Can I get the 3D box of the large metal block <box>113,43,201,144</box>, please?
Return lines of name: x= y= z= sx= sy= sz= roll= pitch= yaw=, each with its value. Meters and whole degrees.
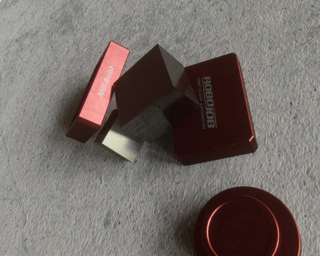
large metal block: x=-0.007 y=-0.041 z=0.380 sx=0.080 sy=0.050 sz=0.080 roll=-37 pitch=46 yaw=23

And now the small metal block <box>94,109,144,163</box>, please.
small metal block: x=-0.048 y=0.010 z=0.402 sx=0.025 sy=0.050 sz=0.050 roll=2 pitch=60 yaw=56

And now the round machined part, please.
round machined part: x=0.078 y=0.101 z=0.290 sx=0.098 sy=0.042 sz=0.098 roll=-13 pitch=56 yaw=20

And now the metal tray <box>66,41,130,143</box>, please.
metal tray: x=-0.090 y=-0.050 z=0.444 sx=0.090 sy=0.030 sz=0.130 roll=-31 pitch=38 yaw=60

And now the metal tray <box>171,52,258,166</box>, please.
metal tray: x=0.062 y=-0.025 z=0.383 sx=0.090 sy=0.030 sz=0.130 roll=-14 pitch=56 yaw=19
